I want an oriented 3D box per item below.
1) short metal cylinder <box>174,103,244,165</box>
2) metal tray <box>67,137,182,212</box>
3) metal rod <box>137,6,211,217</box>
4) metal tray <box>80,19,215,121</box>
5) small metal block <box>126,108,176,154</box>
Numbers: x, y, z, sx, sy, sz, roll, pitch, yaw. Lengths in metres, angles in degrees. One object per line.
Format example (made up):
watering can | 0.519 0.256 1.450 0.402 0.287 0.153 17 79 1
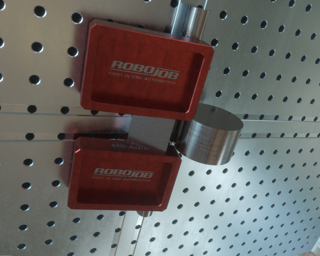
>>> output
short metal cylinder | 0.063 0.006 0.410 0.081 0.080 0.050 0 119 -29
metal tray | -0.047 0.062 0.399 0.131 0.030 0.089 6 116 -18
metal rod | 0.011 -0.004 0.410 0.025 0.025 0.298 0 118 -29
metal tray | -0.016 -0.060 0.340 0.131 0.030 0.089 6 116 -18
small metal block | -0.010 -0.001 0.386 0.050 0.025 0.050 15 114 -1
